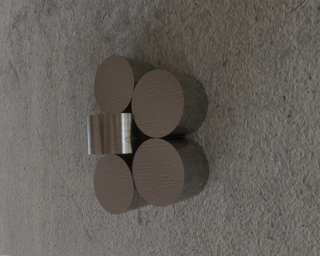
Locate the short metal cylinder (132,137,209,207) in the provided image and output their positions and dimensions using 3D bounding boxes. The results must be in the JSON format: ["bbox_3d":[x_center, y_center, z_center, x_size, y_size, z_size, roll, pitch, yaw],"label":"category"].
[{"bbox_3d":[0.012,0.051,0.379,0.080,0.050,0.080,1,91,41],"label":"short metal cylinder"}]

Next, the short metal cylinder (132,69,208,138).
[{"bbox_3d":[0.011,-0.029,0.380,0.080,0.050,0.080,1,91,40],"label":"short metal cylinder"}]

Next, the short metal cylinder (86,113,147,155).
[{"bbox_3d":[-0.058,0.008,0.419,0.080,0.081,0.050,-4,88,40],"label":"short metal cylinder"}]

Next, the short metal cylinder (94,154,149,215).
[{"bbox_3d":[-0.047,0.074,0.429,0.080,0.050,0.080,0,91,41],"label":"short metal cylinder"}]

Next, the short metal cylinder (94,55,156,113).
[{"bbox_3d":[-0.046,-0.057,0.428,0.080,0.050,0.080,0,91,41],"label":"short metal cylinder"}]
